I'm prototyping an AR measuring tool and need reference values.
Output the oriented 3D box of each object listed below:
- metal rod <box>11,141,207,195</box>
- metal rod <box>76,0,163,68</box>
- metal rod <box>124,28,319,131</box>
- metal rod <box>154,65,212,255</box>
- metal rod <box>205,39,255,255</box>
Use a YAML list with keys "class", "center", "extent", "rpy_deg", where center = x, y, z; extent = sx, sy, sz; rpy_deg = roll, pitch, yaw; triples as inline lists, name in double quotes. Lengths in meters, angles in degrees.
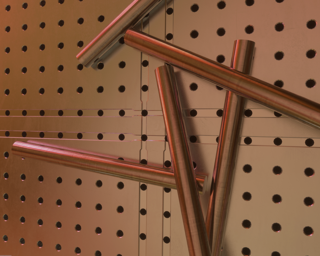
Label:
- class: "metal rod"
  center: [-0.084, 0.053, 0.440]
  extent: [0.301, 0.025, 0.025]
  rpy_deg: [8, 93, 19]
- class: "metal rod"
  center: [0.002, -0.186, 0.411]
  extent: [0.300, 0.025, 0.025]
  rpy_deg: [-38, 78, 15]
- class: "metal rod"
  center: [0.076, -0.059, 0.359]
  extent: [0.300, 0.025, 0.025]
  rpy_deg: [30, 100, 27]
- class: "metal rod"
  center: [0.032, 0.067, 0.373]
  extent: [0.025, 0.025, 0.299]
  rpy_deg: [-15, 77, 19]
- class: "metal rod"
  center: [0.081, 0.043, 0.383]
  extent: [0.025, 0.025, 0.298]
  rpy_deg: [10, 93, 19]
